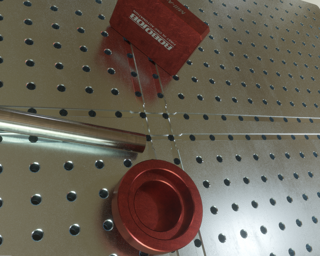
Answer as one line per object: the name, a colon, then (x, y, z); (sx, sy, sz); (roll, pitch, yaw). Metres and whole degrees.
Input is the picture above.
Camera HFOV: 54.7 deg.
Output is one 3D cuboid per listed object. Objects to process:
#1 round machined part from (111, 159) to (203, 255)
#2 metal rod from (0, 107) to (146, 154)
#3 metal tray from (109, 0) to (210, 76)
round machined part: (-0.006, 0.087, 0.341); (0.099, 0.042, 0.098); (14, 56, -21)
metal rod: (-0.159, -0.008, 0.327); (0.302, 0.025, 0.025); (11, 57, -22)
metal tray: (-0.004, -0.149, 0.454); (0.130, 0.090, 0.030); (39, 51, -2)
